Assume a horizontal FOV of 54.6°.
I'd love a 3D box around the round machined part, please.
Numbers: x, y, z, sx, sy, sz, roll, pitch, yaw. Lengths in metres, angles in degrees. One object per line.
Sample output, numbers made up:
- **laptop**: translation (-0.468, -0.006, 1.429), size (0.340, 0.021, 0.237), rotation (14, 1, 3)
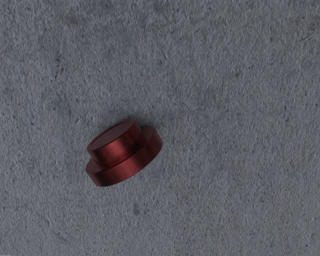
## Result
- **round machined part**: translation (-0.049, 0.024, 0.379), size (0.098, 0.098, 0.042), rotation (-27, 108, 9)
